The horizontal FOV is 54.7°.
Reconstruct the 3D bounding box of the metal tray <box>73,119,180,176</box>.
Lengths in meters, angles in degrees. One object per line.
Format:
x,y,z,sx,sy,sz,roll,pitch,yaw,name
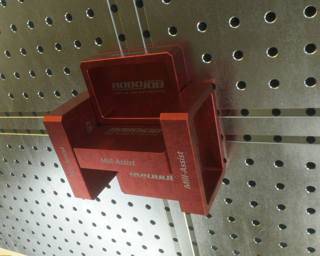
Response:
-0.031,0.017,0.392,0.130,0.090,0.030,1,119,27,metal tray

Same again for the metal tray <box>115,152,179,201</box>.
-0.004,0.057,0.442,0.130,0.030,0.089,1,119,27,metal tray

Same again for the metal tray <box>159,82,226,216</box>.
0.043,0.023,0.359,0.030,0.090,0.129,1,119,28,metal tray

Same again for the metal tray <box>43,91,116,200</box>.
-0.100,0.023,0.433,0.030,0.090,0.129,1,119,28,metal tray

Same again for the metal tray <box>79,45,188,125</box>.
-0.030,-0.050,0.391,0.130,0.030,0.089,1,119,27,metal tray
